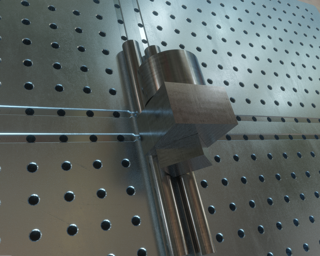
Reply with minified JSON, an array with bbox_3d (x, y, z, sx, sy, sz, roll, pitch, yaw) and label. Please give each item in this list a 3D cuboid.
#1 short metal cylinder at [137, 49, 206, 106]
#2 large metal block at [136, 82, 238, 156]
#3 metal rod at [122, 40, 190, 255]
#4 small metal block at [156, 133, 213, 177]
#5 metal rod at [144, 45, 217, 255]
[{"bbox_3d":[0.016,-0.052,0.387,0.081,0.080,0.050,1,62,-28],"label":"short metal cylinder"},{"bbox_3d":[0.028,-0.008,0.363,0.081,0.080,0.050,0,62,-29],"label":"large metal block"},{"bbox_3d":[-0.012,0.008,0.399,0.025,0.025,0.299,1,61,-28],"label":"metal rod"},{"bbox_3d":[0.029,0.033,0.360,0.050,0.050,0.025,46,27,-62],"label":"small metal block"},{"bbox_3d":[0.020,0.012,0.415,0.025,0.025,0.299,1,61,-28],"label":"metal rod"}]
